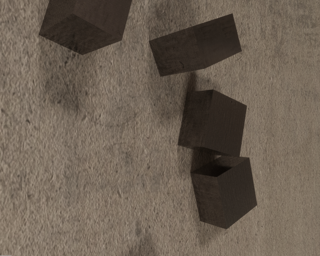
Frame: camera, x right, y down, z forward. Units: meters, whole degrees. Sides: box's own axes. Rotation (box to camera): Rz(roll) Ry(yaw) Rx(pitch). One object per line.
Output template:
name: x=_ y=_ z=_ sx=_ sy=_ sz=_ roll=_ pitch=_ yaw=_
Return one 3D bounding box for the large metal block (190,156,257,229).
large metal block: x=0.099 y=0.094 z=0.475 sx=0.081 sy=0.050 sz=0.079 roll=-21 pitch=103 yaw=-38

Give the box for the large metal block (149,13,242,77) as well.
large metal block: x=0.047 y=-0.109 z=0.410 sx=0.081 sy=0.080 sz=0.050 roll=-30 pitch=109 yaw=-36

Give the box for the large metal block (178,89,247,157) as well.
large metal block: x=0.079 y=-0.005 z=0.457 sx=0.081 sy=0.050 sz=0.080 roll=17 pitch=79 yaw=-39

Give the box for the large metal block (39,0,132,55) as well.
large metal block: x=-0.071 y=-0.127 z=0.310 sx=0.050 sy=0.080 sz=0.080 roll=21 pitch=77 yaw=-39
